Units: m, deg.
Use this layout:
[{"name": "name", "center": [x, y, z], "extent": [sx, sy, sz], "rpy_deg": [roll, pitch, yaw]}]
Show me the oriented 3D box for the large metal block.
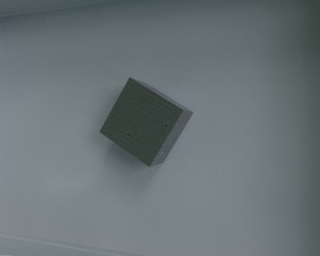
[{"name": "large metal block", "center": [-0.017, -0.008, 0.400], "extent": [0.080, 0.050, 0.080], "rpy_deg": [33, 100, 16]}]
